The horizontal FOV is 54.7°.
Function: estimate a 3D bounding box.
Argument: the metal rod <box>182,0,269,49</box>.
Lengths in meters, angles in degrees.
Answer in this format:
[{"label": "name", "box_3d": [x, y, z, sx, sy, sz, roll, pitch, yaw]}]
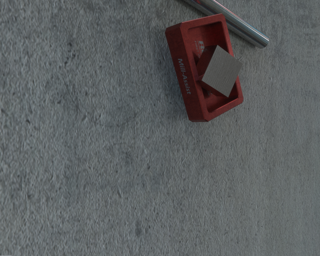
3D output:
[{"label": "metal rod", "box_3d": [0.074, -0.184, 0.468, 0.302, 0.025, 0.025, 14, 81, -39]}]

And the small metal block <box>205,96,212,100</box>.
[{"label": "small metal block", "box_3d": [0.064, -0.074, 0.461, 0.050, 0.025, 0.050, -44, 117, -31]}]

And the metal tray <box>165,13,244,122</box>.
[{"label": "metal tray", "box_3d": [0.064, -0.083, 0.425, 0.091, 0.030, 0.129, -27, 107, -36]}]

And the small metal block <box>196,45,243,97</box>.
[{"label": "small metal block", "box_3d": [0.076, -0.075, 0.412, 0.050, 0.025, 0.050, 26, 86, -31]}]
